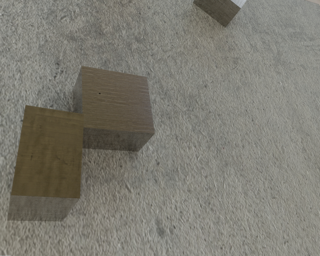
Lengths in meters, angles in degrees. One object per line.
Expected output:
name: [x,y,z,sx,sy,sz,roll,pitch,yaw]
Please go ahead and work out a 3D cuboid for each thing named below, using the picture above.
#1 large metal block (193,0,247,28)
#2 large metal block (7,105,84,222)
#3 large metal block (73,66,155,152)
large metal block: [0.124,-0.258,0.612,0.080,0.050,0.080,37,51,-4]
large metal block: [-0.107,0.037,0.288,0.050,0.080,0.080,9,58,-24]
large metal block: [-0.058,-0.021,0.369,0.081,0.050,0.080,6,59,-25]
